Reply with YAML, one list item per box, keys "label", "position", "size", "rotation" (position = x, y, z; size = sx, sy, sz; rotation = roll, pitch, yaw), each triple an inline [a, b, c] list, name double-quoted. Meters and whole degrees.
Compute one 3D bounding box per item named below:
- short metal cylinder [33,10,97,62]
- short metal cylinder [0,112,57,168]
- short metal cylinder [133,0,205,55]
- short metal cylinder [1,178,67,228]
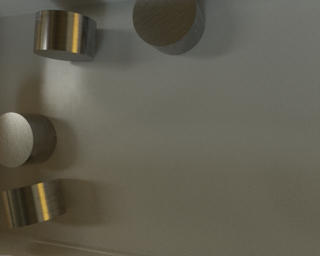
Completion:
- label: "short metal cylinder"
  position: [-0.130, -0.124, 0.427]
  size: [0.080, 0.080, 0.050]
  rotation: [5, 92, 20]
- label: "short metal cylinder"
  position: [-0.207, 0.017, 0.470]
  size: [0.080, 0.050, 0.080]
  rotation: [0, 90, 20]
- label: "short metal cylinder"
  position: [0.013, -0.137, 0.393]
  size: [0.080, 0.050, 0.080]
  rotation: [0, 90, 20]
- label: "short metal cylinder"
  position: [-0.180, 0.106, 0.445]
  size: [0.080, 0.080, 0.050]
  rotation: [-14, 85, 19]
